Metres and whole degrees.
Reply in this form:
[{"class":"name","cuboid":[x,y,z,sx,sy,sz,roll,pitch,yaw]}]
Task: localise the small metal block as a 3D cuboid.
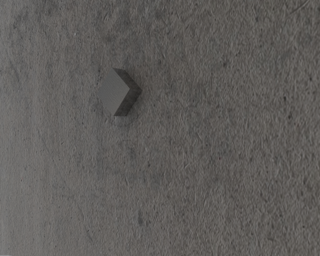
[{"class":"small metal block","cuboid":[-0.060,-0.052,0.456,0.050,0.025,0.050,50,120,28]}]
